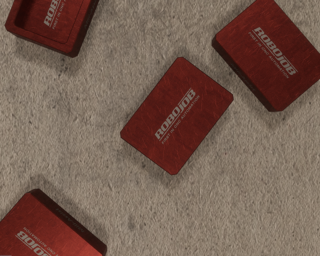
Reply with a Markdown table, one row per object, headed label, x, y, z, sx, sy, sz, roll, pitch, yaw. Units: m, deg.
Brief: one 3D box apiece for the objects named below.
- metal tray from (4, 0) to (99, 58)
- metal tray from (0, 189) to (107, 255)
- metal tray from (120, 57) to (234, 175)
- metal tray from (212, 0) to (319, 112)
| label | x | y | z | sx | sy | sz | roll | pitch | yaw |
| --- | --- | --- | --- | --- | --- | --- | --- | --- | --- |
| metal tray | -0.132 | -0.169 | 0.405 | 0.090 | 0.030 | 0.129 | 21 | 90 | -1 |
| metal tray | -0.148 | 0.155 | 0.406 | 0.130 | 0.030 | 0.090 | 41 | 90 | -1 |
| metal tray | 0.022 | -0.015 | 0.408 | 0.090 | 0.030 | 0.130 | 37 | 90 | -1 |
| metal tray | 0.144 | -0.096 | 0.409 | 0.090 | 0.030 | 0.130 | -41 | 91 | 0 |
